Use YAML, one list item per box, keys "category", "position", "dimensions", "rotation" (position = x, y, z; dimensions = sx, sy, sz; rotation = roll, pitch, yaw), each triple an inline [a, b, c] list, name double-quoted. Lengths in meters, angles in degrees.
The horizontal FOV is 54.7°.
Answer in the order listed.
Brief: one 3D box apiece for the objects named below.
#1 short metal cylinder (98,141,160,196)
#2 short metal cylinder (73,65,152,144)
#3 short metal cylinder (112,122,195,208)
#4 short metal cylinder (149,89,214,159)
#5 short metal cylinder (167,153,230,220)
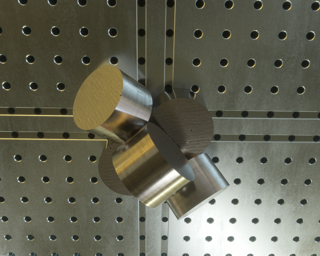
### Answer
- category: "short metal cylinder"
  position: [-0.038, 0.043, 0.414]
  dimensions: [0.081, 0.050, 0.079]
  rotation: [0, 110, -1]
- category: "short metal cylinder"
  position: [-0.056, -0.027, 0.366]
  dimensions: [0.080, 0.080, 0.050]
  rotation: [-44, 139, 14]
- category: "short metal cylinder"
  position: [-0.007, 0.040, 0.344]
  dimensions: [0.050, 0.080, 0.080]
  rotation: [-39, 106, 13]
- category: "short metal cylinder"
  position: [0.025, -0.006, 0.397]
  dimensions: [0.081, 0.050, 0.079]
  rotation: [0, 110, -1]
- category: "short metal cylinder"
  position: [0.043, 0.077, 0.405]
  dimensions: [0.080, 0.080, 0.050]
  rotation: [-39, 71, 13]
